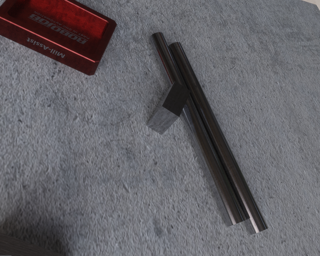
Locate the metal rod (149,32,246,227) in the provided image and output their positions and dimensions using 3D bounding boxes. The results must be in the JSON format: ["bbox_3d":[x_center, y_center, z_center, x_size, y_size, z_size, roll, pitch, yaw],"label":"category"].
[{"bbox_3d":[0.045,-0.012,0.436,0.025,0.025,0.299,-8,66,-32],"label":"metal rod"}]

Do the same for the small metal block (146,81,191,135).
[{"bbox_3d":[0.011,-0.026,0.411,0.025,0.050,0.050,32,51,-8],"label":"small metal block"}]

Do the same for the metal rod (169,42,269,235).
[{"bbox_3d":[0.074,0.001,0.445,0.025,0.025,0.299,-8,66,-32],"label":"metal rod"}]

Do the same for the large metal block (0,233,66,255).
[{"bbox_3d":[-0.118,0.136,0.242,0.080,0.050,0.080,26,52,-13],"label":"large metal block"}]

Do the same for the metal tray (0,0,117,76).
[{"bbox_3d":[-0.133,-0.135,0.411,0.131,0.030,0.090,24,53,-14],"label":"metal tray"}]
